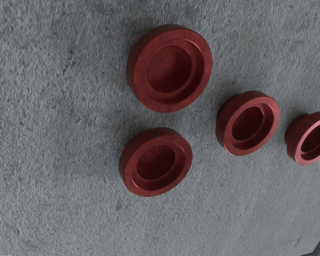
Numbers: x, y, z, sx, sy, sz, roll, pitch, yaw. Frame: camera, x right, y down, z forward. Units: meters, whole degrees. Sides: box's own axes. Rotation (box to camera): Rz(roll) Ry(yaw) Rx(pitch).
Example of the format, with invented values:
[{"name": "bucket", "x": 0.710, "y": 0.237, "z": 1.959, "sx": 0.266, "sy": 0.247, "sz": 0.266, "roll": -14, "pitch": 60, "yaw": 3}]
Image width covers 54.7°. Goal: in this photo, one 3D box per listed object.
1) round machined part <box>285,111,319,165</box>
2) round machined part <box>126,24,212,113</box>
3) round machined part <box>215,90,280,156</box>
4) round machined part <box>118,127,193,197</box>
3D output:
[{"name": "round machined part", "x": 0.262, "y": 0.014, "z": 0.547, "sx": 0.099, "sy": 0.042, "sz": 0.097, "roll": -14, "pitch": 124, "yaw": -21}, {"name": "round machined part", "x": 0.007, "y": -0.070, "z": 0.356, "sx": 0.099, "sy": 0.042, "sz": 0.097, "roll": -14, "pitch": 124, "yaw": -21}, {"name": "round machined part", "x": 0.123, "y": -0.011, "z": 0.456, "sx": 0.099, "sy": 0.042, "sz": 0.097, "roll": -14, "pitch": 124, "yaw": -21}, {"name": "round machined part", "x": -0.009, "y": 0.041, "z": 0.416, "sx": 0.099, "sy": 0.042, "sz": 0.097, "roll": -14, "pitch": 124, "yaw": -21}]
